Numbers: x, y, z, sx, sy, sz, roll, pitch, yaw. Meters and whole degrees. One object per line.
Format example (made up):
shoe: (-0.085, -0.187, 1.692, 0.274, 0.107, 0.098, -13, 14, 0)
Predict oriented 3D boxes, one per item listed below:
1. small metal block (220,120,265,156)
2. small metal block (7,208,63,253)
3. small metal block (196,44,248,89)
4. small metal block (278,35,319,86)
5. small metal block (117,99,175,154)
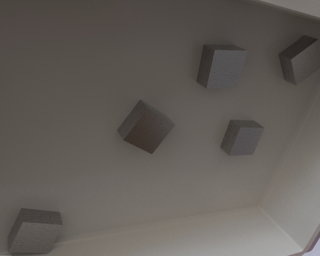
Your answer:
small metal block: (0.129, 0.015, 0.489, 0.050, 0.025, 0.050, 1, 118, -29)
small metal block: (-0.163, 0.134, 0.403, 0.050, 0.025, 0.050, 19, 109, -36)
small metal block: (0.080, -0.080, 0.402, 0.050, 0.025, 0.050, -6, 121, -26)
small metal block: (0.209, -0.100, 0.460, 0.050, 0.025, 0.050, -36, 129, -4)
small metal block: (-0.018, -0.001, 0.398, 0.050, 0.025, 0.050, 31, 101, -38)
